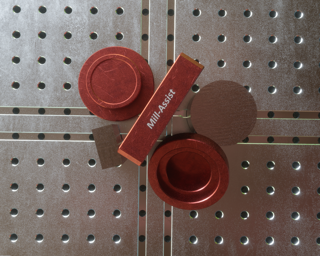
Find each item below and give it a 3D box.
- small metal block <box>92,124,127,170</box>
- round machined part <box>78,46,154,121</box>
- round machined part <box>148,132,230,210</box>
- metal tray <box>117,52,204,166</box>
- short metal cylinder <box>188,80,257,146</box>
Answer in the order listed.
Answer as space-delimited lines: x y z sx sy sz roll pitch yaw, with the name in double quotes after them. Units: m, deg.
-0.063 0.023 0.396 0.025 0.050 0.050 -15 90 0 "small metal block"
-0.057 -0.057 0.400 0.099 0.042 0.097 0 90 0 "round machined part"
0.037 0.050 0.390 0.098 0.042 0.097 4 112 9 "round machined part"
0.001 -0.021 0.377 0.030 0.090 0.130 33 90 0 "metal tray"
0.077 -0.018 0.397 0.081 0.050 0.079 0 90 0 "short metal cylinder"
